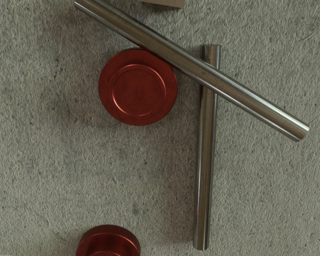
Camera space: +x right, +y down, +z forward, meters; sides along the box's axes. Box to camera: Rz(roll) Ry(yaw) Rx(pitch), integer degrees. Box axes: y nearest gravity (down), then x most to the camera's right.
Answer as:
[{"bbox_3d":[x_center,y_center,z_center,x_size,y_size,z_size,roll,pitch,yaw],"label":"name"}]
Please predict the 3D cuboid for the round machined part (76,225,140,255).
[{"bbox_3d":[-0.080,0.201,0.474,0.099,0.042,0.097,0,110,0],"label":"round machined part"}]

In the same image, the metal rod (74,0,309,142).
[{"bbox_3d":[0.038,-0.071,0.360,0.301,0.025,0.025,31,107,-2],"label":"metal rod"}]

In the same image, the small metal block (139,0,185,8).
[{"bbox_3d":[0.005,-0.165,0.349,0.050,0.025,0.050,8,110,-3],"label":"small metal block"}]

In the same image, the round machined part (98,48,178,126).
[{"bbox_3d":[-0.027,-0.048,0.383,0.099,0.042,0.097,0,110,0],"label":"round machined part"}]

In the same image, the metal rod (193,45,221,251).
[{"bbox_3d":[0.062,0.040,0.425,0.025,0.025,0.298,0,110,0],"label":"metal rod"}]
